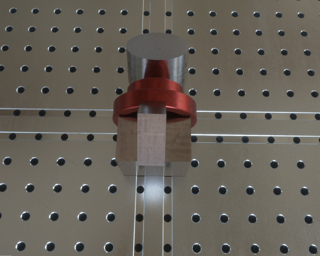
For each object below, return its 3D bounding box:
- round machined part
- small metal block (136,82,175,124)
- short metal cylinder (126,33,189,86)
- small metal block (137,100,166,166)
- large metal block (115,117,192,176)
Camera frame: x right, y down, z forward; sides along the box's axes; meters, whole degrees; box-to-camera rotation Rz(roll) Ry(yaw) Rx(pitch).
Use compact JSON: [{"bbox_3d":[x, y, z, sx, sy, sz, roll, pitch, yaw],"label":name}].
[{"bbox_3d":[-0.006,-0.026,0.371,0.099,0.098,0.042,1,70,0],"label":"round machined part"},{"bbox_3d":[-0.006,-0.034,0.423,0.050,0.025,0.050,1,70,0],"label":"small metal block"},{"bbox_3d":[-0.003,-0.087,0.412,0.081,0.050,0.080,1,40,-1],"label":"short metal cylinder"},{"bbox_3d":[-0.008,0.003,0.301,0.025,0.050,0.050,1,108,0],"label":"small metal block"},{"bbox_3d":[-0.007,0.025,0.372,0.081,0.080,0.050,1,70,0],"label":"large metal block"}]
